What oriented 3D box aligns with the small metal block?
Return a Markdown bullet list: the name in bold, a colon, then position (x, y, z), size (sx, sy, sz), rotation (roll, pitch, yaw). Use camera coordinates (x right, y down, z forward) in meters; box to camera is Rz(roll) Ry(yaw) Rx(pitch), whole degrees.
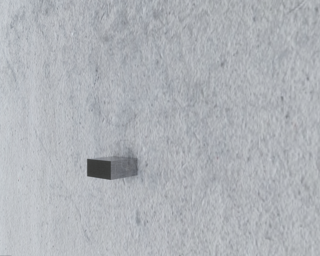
- **small metal block**: position (-0.068, 0.056, 0.442), size (0.050, 0.050, 0.025), rotation (0, 90, 39)
